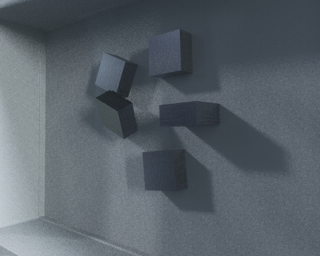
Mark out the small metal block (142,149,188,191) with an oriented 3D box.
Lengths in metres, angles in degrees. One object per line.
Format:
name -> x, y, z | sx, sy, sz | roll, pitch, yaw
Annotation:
small metal block -> 0.006, 0.054, 0.400 | 0.050, 0.025, 0.050 | -8, 85, 39

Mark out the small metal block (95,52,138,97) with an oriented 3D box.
small metal block -> -0.065, -0.079, 0.458 | 0.050, 0.025, 0.050 | 30, 108, 35

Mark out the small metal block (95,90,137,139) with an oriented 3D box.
small metal block -> -0.061, -0.019, 0.440 | 0.050, 0.025, 0.050 | 30, 143, 35

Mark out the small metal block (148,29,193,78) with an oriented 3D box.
small metal block -> 0.013, -0.093, 0.394 | 0.050, 0.025, 0.050 | -3, 88, 39

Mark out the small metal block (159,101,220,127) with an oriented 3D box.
small metal block -> 0.035, -0.015, 0.360 | 0.050, 0.050, 0.025 | -3, 88, 39
